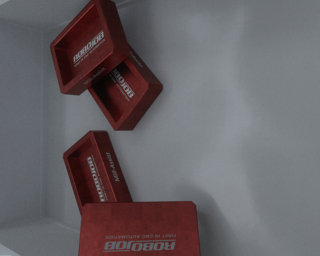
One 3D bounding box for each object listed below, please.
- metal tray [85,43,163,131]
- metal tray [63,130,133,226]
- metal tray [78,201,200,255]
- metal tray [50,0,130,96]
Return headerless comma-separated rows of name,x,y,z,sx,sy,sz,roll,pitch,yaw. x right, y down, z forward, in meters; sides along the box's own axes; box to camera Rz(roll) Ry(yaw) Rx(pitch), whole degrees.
metal tray,-0.063,-0.070,0.455,0.090,0.030,0.130,-51,60,27
metal tray,-0.101,0.079,0.487,0.090,0.030,0.130,-36,68,34
metal tray,-0.023,0.132,0.350,0.030,0.131,0.090,101,168,-62
metal tray,-0.107,-0.115,0.451,0.130,0.030,0.090,-28,72,36
